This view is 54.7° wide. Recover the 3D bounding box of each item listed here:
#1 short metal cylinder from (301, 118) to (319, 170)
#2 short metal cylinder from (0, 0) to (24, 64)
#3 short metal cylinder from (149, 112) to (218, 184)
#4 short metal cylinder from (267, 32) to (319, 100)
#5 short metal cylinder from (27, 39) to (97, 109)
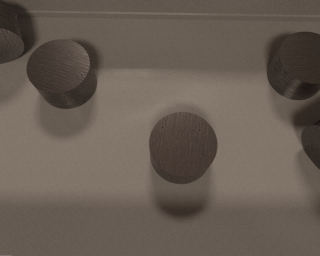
[{"bbox_3d":[0.223,0.019,0.376,0.050,0.080,0.080,-31,73,-11],"label":"short metal cylinder"},{"bbox_3d":[-0.234,-0.131,0.426,0.081,0.080,0.050,-16,71,-6],"label":"short metal cylinder"},{"bbox_3d":[0.027,0.026,0.387,0.081,0.050,0.080,0,70,0],"label":"short metal cylinder"},{"bbox_3d":[0.197,-0.085,0.430,0.081,0.050,0.080,0,70,0],"label":"short metal cylinder"},{"bbox_3d":[-0.131,-0.072,0.421,0.081,0.050,0.080,0,70,0],"label":"short metal cylinder"}]
